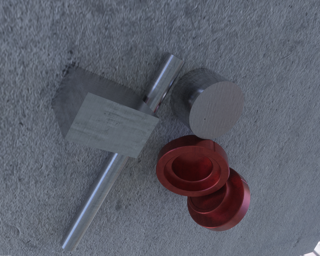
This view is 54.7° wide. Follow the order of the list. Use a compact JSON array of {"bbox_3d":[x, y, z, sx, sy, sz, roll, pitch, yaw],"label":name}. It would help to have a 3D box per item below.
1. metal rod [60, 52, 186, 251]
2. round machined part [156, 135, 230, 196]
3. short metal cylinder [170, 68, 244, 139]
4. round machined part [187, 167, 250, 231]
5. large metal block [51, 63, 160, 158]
[{"bbox_3d":[-0.055,0.040,0.401,0.025,0.025,0.298,20,108,-36],"label":"metal rod"},{"bbox_3d":[0.045,0.048,0.432,0.099,0.042,0.097,3,128,4],"label":"round machined part"},{"bbox_3d":[0.061,-0.032,0.404,0.081,0.050,0.079,-14,124,-21],"label":"short metal cylinder"},{"bbox_3d":[0.081,0.101,0.466,0.098,0.098,0.042,-48,129,6],"label":"round machined part"},{"bbox_3d":[-0.060,-0.018,0.327,0.080,0.080,0.050,19,108,-36],"label":"large metal block"}]
